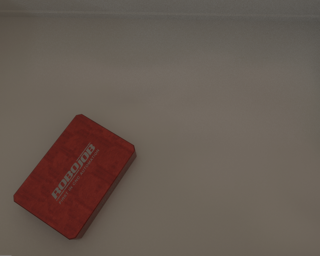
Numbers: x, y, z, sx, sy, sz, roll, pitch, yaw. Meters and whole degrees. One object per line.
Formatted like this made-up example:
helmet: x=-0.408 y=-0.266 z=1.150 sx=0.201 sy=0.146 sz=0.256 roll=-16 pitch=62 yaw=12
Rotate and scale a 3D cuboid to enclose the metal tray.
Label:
metal tray: x=-0.101 y=0.058 z=0.385 sx=0.090 sy=0.030 sz=0.130 roll=30 pitch=72 yaw=10
